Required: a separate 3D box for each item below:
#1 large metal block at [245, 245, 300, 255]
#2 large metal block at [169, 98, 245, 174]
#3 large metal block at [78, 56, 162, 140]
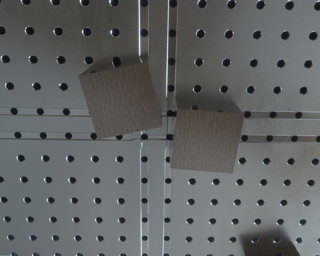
[{"bbox_3d":[0.186,0.242,0.490,0.080,0.050,0.080,-12,110,4],"label":"large metal block"},{"bbox_3d":[0.057,0.009,0.404,0.080,0.050,0.079,5,110,-2],"label":"large metal block"},{"bbox_3d":[-0.045,-0.039,0.385,0.080,0.050,0.080,-11,110,4],"label":"large metal block"}]
